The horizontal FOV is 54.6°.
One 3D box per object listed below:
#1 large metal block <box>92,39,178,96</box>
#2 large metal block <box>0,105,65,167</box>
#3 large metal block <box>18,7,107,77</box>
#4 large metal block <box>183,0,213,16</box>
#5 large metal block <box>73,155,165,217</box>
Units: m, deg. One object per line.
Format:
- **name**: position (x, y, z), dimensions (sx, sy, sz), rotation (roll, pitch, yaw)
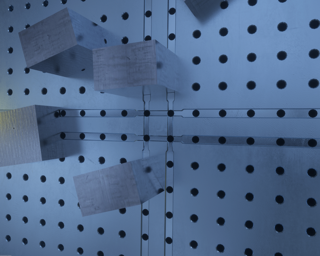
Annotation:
- **large metal block**: position (-0.028, -0.072, 0.394), dimensions (0.080, 0.080, 0.050), rotation (-3, 89, 20)
- **large metal block**: position (-0.199, 0.013, 0.470), dimensions (0.080, 0.050, 0.080), rotation (-9, 87, 20)
- **large metal block**: position (-0.130, -0.114, 0.430), dimensions (0.080, 0.080, 0.050), rotation (-18, 84, 19)
- **large metal block**: position (0.045, -0.204, 0.384), dimensions (0.080, 0.050, 0.080), rotation (-38, 78, 16)
- **large metal block**: position (-0.050, 0.073, 0.402), dimensions (0.080, 0.080, 0.050), rotation (-17, 85, 19)
